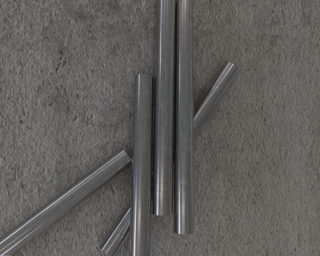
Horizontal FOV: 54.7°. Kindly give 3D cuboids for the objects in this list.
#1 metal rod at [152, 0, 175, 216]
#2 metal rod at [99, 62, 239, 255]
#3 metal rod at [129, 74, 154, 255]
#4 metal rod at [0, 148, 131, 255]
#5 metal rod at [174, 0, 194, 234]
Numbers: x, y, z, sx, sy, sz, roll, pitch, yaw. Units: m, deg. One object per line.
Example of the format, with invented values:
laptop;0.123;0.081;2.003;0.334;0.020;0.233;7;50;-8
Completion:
metal rod;0.006;-0.044;0.395;0.025;0.025;0.298;3;83;-20
metal rod;0.019;0.033;0.415;0.025;0.025;0.300;39;78;-16
metal rod;-0.023;0.082;0.375;0.025;0.025;0.298;4;80;-20
metal rod;-0.158;0.122;0.350;0.301;0.025;0.025;-37;102;-16
metal rod;0.031;-0.021;0.399;0.025;0.025;0.298;4;81;-20
